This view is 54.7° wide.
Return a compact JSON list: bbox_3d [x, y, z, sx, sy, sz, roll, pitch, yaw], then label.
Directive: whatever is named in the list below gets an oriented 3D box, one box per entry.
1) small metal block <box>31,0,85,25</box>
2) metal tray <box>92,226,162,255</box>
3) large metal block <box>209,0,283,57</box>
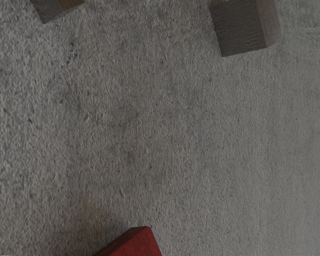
[{"bbox_3d":[-0.106,-0.134,0.299,0.025,0.050,0.050,-40,114,-33],"label":"small metal block"},{"bbox_3d":[-0.046,0.177,0.334,0.131,0.030,0.090,-22,90,-49],"label":"metal tray"},{"bbox_3d":[0.133,-0.162,0.480,0.050,0.080,0.080,-31,109,-36],"label":"large metal block"}]
